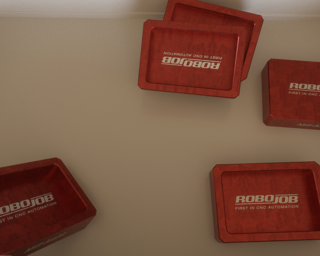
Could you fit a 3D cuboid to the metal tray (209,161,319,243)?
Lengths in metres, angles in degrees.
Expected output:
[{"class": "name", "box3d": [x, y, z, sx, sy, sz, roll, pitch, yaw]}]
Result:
[{"class": "metal tray", "box3d": [0.130, 0.089, 0.374, 0.131, 0.030, 0.090, -2, 70, -1]}]

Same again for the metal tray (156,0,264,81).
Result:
[{"class": "metal tray", "box3d": [0.066, -0.123, 0.433, 0.131, 0.030, 0.089, 16, 95, 5]}]

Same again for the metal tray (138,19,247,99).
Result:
[{"class": "metal tray", "box3d": [0.041, -0.089, 0.407, 0.131, 0.030, 0.089, 6, 95, 6]}]

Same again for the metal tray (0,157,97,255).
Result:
[{"class": "metal tray", "box3d": [-0.141, 0.082, 0.325, 0.090, 0.131, 0.030, 49, 116, 19]}]

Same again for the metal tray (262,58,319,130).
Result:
[{"class": "metal tray", "box3d": [0.210, -0.045, 0.425, 0.131, 0.030, 0.090, 5, 70, 1]}]
